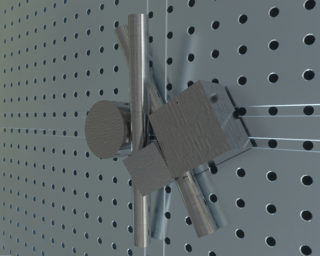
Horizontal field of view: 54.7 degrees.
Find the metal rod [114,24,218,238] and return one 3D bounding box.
[{"bbox_3d":[0.001,-0.009,0.403,0.025,0.025,0.299,-35,69,34],"label":"metal rod"}]

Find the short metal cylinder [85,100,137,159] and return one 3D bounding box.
[{"bbox_3d":[-0.061,0.002,0.439,0.080,0.050,0.079,0,90,39],"label":"short metal cylinder"}]

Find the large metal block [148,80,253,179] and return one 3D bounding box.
[{"bbox_3d":[0.044,0.003,0.352,0.080,0.050,0.080,-34,69,35],"label":"large metal block"}]

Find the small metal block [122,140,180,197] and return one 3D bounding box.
[{"bbox_3d":[-0.009,0.047,0.370,0.050,0.025,0.050,-32,85,27],"label":"small metal block"}]

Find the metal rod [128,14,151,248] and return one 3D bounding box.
[{"bbox_3d":[-0.025,0.011,0.400,0.025,0.025,0.298,8,103,39],"label":"metal rod"}]
